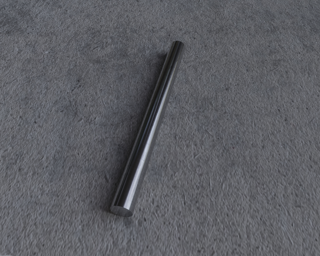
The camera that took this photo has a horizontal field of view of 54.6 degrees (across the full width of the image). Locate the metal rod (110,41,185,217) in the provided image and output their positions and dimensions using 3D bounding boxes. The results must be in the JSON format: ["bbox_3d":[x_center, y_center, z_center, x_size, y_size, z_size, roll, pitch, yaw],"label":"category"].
[{"bbox_3d":[-0.006,-0.023,0.422,0.025,0.025,0.300,11,51,9],"label":"metal rod"}]
